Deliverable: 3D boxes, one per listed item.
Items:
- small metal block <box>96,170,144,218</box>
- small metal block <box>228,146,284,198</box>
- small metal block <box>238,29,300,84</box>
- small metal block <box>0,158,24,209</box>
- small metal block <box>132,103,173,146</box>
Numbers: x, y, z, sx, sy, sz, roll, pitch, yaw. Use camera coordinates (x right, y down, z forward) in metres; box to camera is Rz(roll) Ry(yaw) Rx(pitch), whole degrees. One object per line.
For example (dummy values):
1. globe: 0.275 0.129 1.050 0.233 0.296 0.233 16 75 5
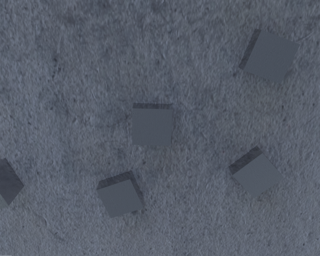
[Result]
1. small metal block: -0.056 0.095 0.444 0.050 0.025 0.050 -19 109 6
2. small metal block: 0.134 0.062 0.435 0.050 0.025 0.050 -40 106 13
3. small metal block: 0.132 -0.088 0.379 0.050 0.025 0.050 18 109 -7
4. small metal block: -0.219 0.076 0.422 0.025 0.050 0.050 -22 109 8
5. small metal block: -0.010 -0.005 0.408 0.050 0.025 0.050 2 110 -1
